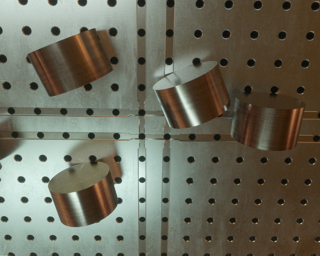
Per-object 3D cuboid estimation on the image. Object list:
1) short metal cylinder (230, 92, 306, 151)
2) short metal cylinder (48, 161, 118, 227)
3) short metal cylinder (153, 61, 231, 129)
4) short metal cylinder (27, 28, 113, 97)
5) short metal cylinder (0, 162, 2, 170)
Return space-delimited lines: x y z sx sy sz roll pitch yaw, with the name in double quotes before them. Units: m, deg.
"short metal cylinder" 0.131 -0.011 0.382 0.081 0.080 0.050 3 110 -2
"short metal cylinder" -0.101 0.086 0.414 0.080 0.080 0.050 -10 110 3
"short metal cylinder" 0.038 -0.041 0.370 0.080 0.080 0.050 -21 109 7
"short metal cylinder" -0.101 -0.076 0.355 0.080 0.080 0.050 -20 109 6
"short metal cylinder" -0.255 0.045 0.397 0.080 0.080 0.050 -16 110 5
